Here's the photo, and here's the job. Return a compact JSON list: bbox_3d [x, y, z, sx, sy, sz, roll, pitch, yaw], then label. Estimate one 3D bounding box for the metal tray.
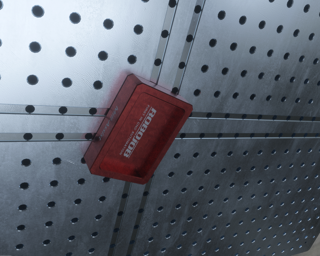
[{"bbox_3d":[-0.027,0.007,0.398,0.091,0.030,0.129,20,107,-36],"label":"metal tray"}]
